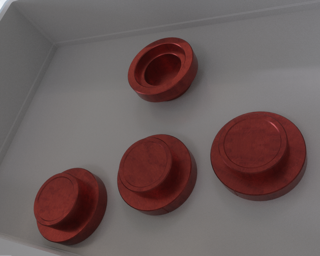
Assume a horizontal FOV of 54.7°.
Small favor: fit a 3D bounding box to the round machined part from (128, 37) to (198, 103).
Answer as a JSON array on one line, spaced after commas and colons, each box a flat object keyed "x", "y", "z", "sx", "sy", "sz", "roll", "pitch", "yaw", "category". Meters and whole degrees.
[{"x": 0.007, "y": -0.077, "z": 0.438, "sx": 0.098, "sy": 0.042, "sz": 0.098, "roll": -13, "pitch": 56, "yaw": 21, "category": "round machined part"}]

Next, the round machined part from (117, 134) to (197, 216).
[{"x": -0.009, "y": 0.050, "z": 0.369, "sx": 0.098, "sy": 0.042, "sz": 0.098, "roll": -13, "pitch": 56, "yaw": 21, "category": "round machined part"}]

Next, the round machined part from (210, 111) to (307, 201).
[{"x": 0.101, "y": 0.024, "z": 0.327, "sx": 0.098, "sy": 0.042, "sz": 0.098, "roll": -13, "pitch": 56, "yaw": 21, "category": "round machined part"}]

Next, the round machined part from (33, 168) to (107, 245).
[{"x": -0.121, "y": 0.097, "z": 0.400, "sx": 0.098, "sy": 0.042, "sz": 0.098, "roll": -13, "pitch": 56, "yaw": 21, "category": "round machined part"}]
